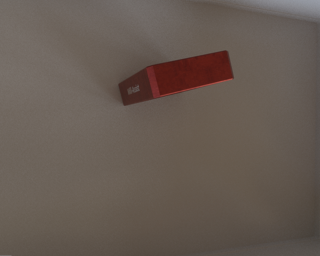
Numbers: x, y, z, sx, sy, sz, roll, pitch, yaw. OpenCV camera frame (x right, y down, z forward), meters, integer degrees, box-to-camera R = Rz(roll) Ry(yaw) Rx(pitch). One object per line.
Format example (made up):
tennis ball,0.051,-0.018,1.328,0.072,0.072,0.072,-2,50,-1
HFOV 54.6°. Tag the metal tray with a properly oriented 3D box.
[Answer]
metal tray,0.011,-0.054,0.358,0.091,0.130,0.030,-15,95,-19
